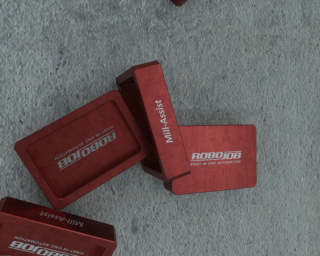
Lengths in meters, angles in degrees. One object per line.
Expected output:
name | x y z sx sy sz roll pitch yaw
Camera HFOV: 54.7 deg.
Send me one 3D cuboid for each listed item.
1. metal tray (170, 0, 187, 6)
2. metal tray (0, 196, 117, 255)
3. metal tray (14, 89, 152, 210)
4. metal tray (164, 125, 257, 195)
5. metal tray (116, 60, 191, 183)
metal tray | 0.008 -0.240 0.409 0.130 0.030 0.090 39 78 -16
metal tray | -0.125 0.137 0.344 0.131 0.030 0.090 22 104 -19
metal tray | -0.087 0.023 0.367 0.131 0.030 0.090 -31 100 -12
metal tray | 0.072 0.041 0.432 0.131 0.030 0.089 -1 90 -21
metal tray | -0.011 -0.007 0.370 0.030 0.090 0.129 -19 97 -19
